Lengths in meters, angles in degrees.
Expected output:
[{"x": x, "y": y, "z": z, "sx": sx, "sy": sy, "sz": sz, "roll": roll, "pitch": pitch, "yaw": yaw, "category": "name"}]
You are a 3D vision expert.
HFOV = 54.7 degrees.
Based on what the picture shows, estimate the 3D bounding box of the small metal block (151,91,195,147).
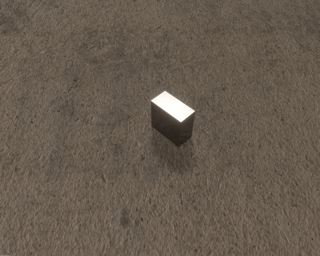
[{"x": 0.015, "y": -0.011, "z": 0.397, "sx": 0.050, "sy": 0.050, "sz": 0.025, "roll": 37, "pitch": 59, "yaw": 26, "category": "small metal block"}]
